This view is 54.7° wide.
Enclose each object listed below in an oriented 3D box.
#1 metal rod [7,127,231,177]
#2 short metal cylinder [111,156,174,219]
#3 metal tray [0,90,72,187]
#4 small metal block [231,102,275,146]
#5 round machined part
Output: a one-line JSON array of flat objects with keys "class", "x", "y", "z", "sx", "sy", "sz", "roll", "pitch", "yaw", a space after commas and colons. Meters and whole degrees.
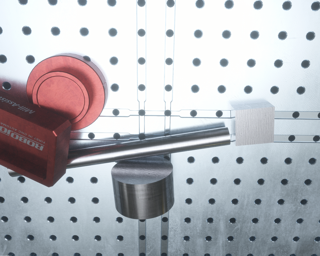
[{"class": "metal rod", "x": -0.057, "y": 0.033, "z": 0.424, "sx": 0.302, "sy": 0.025, "sz": 0.025, "roll": -9, "pitch": 110, "yaw": 2}, {"class": "short metal cylinder", "x": -0.022, "y": 0.076, "z": 0.412, "sx": 0.081, "sy": 0.080, "sz": 0.050, "roll": -3, "pitch": 110, "yaw": 1}, {"class": "metal tray", "x": -0.178, "y": 0.009, "z": 0.382, "sx": 0.130, "sy": 0.030, "sz": 0.089, "roll": 23, "pitch": 124, "yaw": 8}, {"class": "small metal block", "x": 0.123, "y": -0.006, "z": 0.413, "sx": 0.050, "sy": 0.025, "sz": 0.050, "roll": -5, "pitch": 110, "yaw": 1}, {"class": "round machined part", "x": -0.118, "y": -0.041, "z": 0.387, "sx": 0.099, "sy": 0.042, "sz": 0.097, "roll": 0, "pitch": 111, "yaw": 0}]
